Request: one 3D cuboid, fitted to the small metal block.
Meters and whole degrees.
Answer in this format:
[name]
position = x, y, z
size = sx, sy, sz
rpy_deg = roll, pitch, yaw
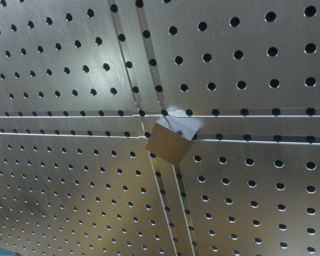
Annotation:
[small metal block]
position = 0.014, 0.017, 0.413
size = 0.050, 0.025, 0.050
rpy_deg = 29, 128, 9
